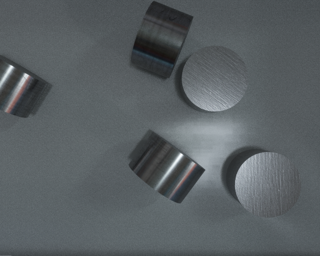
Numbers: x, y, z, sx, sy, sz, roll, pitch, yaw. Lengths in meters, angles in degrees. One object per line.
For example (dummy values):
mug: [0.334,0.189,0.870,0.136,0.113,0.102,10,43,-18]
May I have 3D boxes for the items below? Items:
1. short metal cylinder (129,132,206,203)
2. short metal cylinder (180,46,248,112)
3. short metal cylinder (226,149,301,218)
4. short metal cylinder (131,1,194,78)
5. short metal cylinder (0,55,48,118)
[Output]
short metal cylinder: [0.009,0.048,0.384,0.080,0.080,0.050,36,90,0]
short metal cylinder: [0.067,-0.060,0.399,0.081,0.050,0.080,0,90,0]
short metal cylinder: [0.131,0.069,0.400,0.081,0.050,0.080,0,90,0]
short metal cylinder: [0.003,-0.108,0.384,0.050,0.080,0.080,22,90,0]
short metal cylinder: [-0.188,-0.055,0.382,0.080,0.080,0.050,31,90,0]
